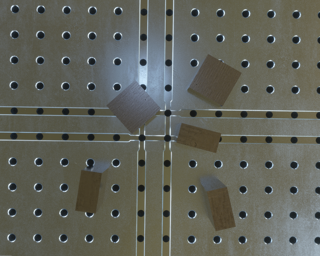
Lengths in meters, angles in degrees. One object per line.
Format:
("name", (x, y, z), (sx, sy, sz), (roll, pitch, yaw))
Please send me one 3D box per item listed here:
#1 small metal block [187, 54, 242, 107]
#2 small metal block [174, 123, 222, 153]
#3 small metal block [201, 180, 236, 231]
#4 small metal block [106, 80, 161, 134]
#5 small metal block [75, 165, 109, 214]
("small metal block", (0.072, -0.062, 0.414), (0.050, 0.025, 0.050), (30, 90, -1))
("small metal block", (0.047, 0.012, 0.402), (0.050, 0.050, 0.025), (15, 90, -1))
("small metal block", (0.075, 0.099, 0.402), (0.025, 0.050, 0.050), (-13, 90, 0))
("small metal block", (-0.034, -0.027, 0.413), (0.050, 0.025, 0.050), (-42, 91, 0))
("small metal block", (-0.087, 0.077, 0.400), (0.025, 0.050, 0.050), (9, 90, 0))
